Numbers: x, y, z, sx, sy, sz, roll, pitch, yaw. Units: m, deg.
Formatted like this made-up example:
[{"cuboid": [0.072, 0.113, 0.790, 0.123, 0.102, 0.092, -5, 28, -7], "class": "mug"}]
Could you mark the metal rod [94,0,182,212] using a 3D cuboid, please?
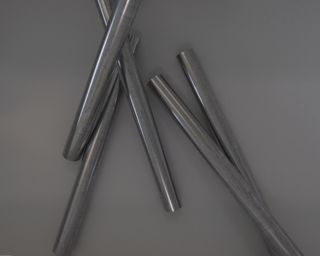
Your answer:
[{"cuboid": [-0.028, -0.035, 0.392, 0.025, 0.025, 0.298, -18, 98, 0], "class": "metal rod"}]

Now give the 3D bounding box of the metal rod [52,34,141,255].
[{"cuboid": [-0.083, 0.022, 0.410, 0.025, 0.025, 0.299, 18, 90, 0], "class": "metal rod"}]

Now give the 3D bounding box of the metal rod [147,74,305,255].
[{"cuboid": [0.083, 0.054, 0.393, 0.025, 0.025, 0.299, -37, 83, 0], "class": "metal rod"}]

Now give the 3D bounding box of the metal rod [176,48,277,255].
[{"cuboid": [0.097, 0.035, 0.411, 0.025, 0.025, 0.299, -26, 90, 0], "class": "metal rod"}]

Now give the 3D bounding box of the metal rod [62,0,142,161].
[{"cuboid": [-0.057, -0.083, 0.346, 0.025, 0.025, 0.298, 27, 116, 0], "class": "metal rod"}]
